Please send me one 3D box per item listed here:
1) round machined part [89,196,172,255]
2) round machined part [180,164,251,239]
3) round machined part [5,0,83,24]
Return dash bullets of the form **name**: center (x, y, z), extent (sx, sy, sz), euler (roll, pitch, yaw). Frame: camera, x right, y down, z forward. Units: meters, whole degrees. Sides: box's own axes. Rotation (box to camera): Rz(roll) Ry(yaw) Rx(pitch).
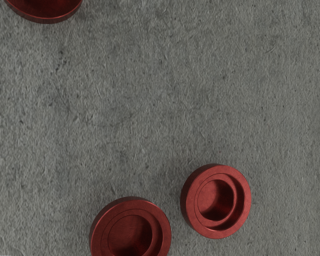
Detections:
- **round machined part**: center (-0.039, 0.134, 0.386), extent (0.099, 0.042, 0.097), euler (0, 90, -20)
- **round machined part**: center (0.072, 0.097, 0.427), extent (0.099, 0.042, 0.097), euler (0, 90, -20)
- **round machined part**: center (-0.133, -0.173, 0.350), extent (0.099, 0.042, 0.097), euler (0, 90, -20)
